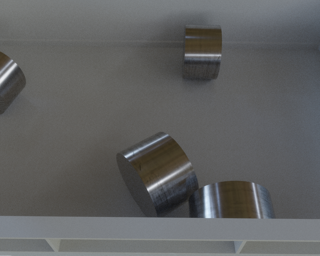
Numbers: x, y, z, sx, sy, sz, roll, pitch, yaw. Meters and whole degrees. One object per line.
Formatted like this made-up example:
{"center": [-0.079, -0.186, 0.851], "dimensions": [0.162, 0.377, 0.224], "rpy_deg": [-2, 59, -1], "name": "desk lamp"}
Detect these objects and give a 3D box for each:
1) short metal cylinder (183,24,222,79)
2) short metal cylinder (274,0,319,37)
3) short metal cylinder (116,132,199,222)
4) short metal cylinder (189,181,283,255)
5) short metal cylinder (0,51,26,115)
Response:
{"center": [0.061, -0.114, 0.466], "dimensions": [0.050, 0.080, 0.080], "rpy_deg": [2, 50, 1], "name": "short metal cylinder"}
{"center": [0.253, -0.210, 0.552], "dimensions": [0.050, 0.080, 0.080], "rpy_deg": [-31, 57, -23], "name": "short metal cylinder"}
{"center": [-0.004, 0.051, 0.327], "dimensions": [0.050, 0.080, 0.080], "rpy_deg": [-27, 56, -21], "name": "short metal cylinder"}
{"center": [0.068, 0.092, 0.293], "dimensions": [0.081, 0.080, 0.050], "rpy_deg": [1, 50, 0], "name": "short metal cylinder"}
{"center": [-0.233, -0.063, 0.419], "dimensions": [0.080, 0.080, 0.050], "rpy_deg": [12, 51, 9], "name": "short metal cylinder"}
